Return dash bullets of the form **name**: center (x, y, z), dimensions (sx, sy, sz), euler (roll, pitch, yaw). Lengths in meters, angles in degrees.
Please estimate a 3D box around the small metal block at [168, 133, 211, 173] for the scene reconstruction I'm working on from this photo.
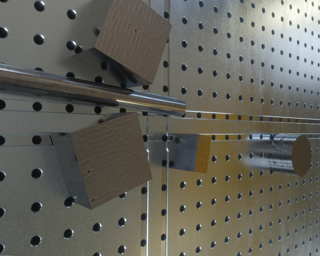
- **small metal block**: center (0.041, 0.034, 0.430), dimensions (0.025, 0.050, 0.050), euler (13, 82, -40)

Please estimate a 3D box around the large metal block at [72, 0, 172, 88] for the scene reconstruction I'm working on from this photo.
- **large metal block**: center (-0.041, -0.102, 0.360), dimensions (0.080, 0.050, 0.080), euler (28, 72, -37)

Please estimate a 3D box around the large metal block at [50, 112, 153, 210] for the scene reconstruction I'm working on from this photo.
- **large metal block**: center (-0.063, 0.031, 0.342), dimensions (0.081, 0.050, 0.079), euler (-21, 104, -38)

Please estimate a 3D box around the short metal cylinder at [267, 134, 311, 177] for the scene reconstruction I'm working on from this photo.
- **short metal cylinder**: center (0.256, 0.053, 0.611), dimensions (0.081, 0.050, 0.079), euler (0, 90, -40)

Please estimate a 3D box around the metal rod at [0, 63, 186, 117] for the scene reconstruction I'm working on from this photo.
- **metal rod**: center (-0.087, -0.041, 0.337), dimensions (0.302, 0.025, 0.025), euler (6, 86, -40)
